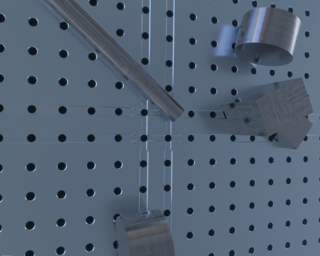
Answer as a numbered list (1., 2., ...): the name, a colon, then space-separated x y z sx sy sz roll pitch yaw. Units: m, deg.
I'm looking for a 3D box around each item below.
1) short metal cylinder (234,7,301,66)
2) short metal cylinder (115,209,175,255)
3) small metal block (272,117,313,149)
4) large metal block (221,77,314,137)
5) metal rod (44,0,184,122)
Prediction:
1. short metal cylinder: 0.152 -0.126 0.439 0.081 0.080 0.050 17 84 -19
2. short metal cylinder: -0.021 0.143 0.376 0.050 0.080 0.079 -5 92 -20
3. small metal block: 0.204 -0.002 0.487 0.050 0.025 0.050 42 77 -15
4. large metal block: 0.149 -0.028 0.438 0.081 0.080 0.050 -25 99 -18
5. metal rod: -0.082 -0.116 0.382 0.300 0.025 0.025 43 77 -15
